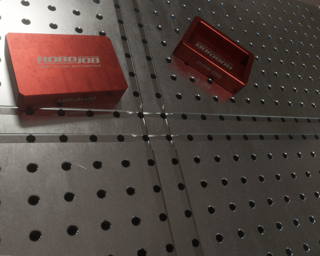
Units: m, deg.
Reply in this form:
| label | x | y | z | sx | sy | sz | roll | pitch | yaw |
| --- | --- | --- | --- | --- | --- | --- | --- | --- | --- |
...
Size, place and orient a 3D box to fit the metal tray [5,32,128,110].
| label | x | y | z | sx | sy | sz | roll | pitch | yaw |
| --- | --- | --- | --- | --- | --- | --- | --- | --- | --- |
| metal tray | -0.116 | -0.073 | 0.388 | 0.131 | 0.030 | 0.090 | -9 | 66 | -32 |

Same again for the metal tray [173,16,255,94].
| label | x | y | z | sx | sy | sz | roll | pitch | yaw |
| --- | --- | --- | --- | --- | --- | --- | --- | --- | --- |
| metal tray | 0.097 | -0.127 | 0.536 | 0.130 | 0.030 | 0.090 | 32 | 51 | -8 |
